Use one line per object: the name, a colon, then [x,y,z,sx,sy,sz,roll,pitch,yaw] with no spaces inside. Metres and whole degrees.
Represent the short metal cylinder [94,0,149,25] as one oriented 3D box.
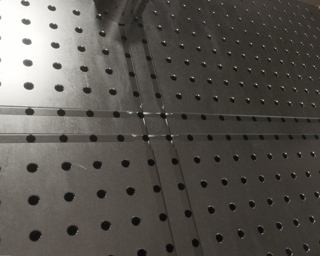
short metal cylinder: [-0.058,-0.213,0.492,0.081,0.050,0.080,14,56,-21]
